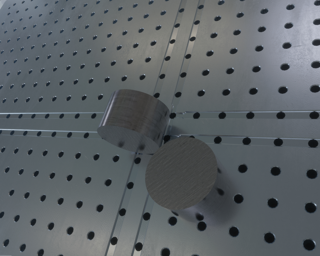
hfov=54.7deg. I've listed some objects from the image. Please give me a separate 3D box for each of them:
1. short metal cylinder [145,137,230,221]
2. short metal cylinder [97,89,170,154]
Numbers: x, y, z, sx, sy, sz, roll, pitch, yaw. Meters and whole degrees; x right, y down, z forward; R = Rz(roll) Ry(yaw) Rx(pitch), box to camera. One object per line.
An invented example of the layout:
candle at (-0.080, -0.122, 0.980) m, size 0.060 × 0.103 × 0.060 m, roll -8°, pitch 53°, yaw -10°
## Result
short metal cylinder at (0.031, 0.057, 0.341) m, size 0.080 × 0.050 × 0.080 m, roll -13°, pitch 56°, yaw 21°
short metal cylinder at (-0.033, -0.006, 0.394) m, size 0.080 × 0.080 × 0.050 m, roll 3°, pitch 64°, yaw 29°
